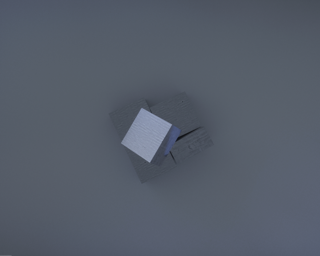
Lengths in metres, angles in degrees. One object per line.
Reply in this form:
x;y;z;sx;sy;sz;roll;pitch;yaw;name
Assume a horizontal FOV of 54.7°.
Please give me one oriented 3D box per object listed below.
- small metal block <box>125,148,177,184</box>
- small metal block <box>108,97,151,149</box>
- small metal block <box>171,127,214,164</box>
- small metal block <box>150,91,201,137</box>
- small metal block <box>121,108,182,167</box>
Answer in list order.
-0.011;0.039;0.410;0.050;0.025;0.050;-25;90;-1;small metal block
-0.033;-0.007;0.409;0.050;0.025;0.050;-25;90;-1;small metal block
0.037;0.021;0.398;0.050;0.050;0.025;-28;90;-1;small metal block
0.020;-0.014;0.410;0.050;0.025;0.050;-25;90;-1;small metal block
-0.011;0.011;0.372;0.050;0.025;0.050;30;90;34;small metal block
